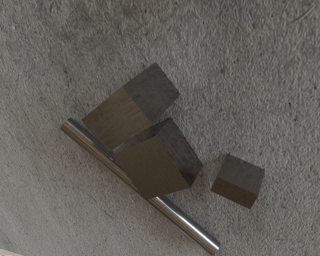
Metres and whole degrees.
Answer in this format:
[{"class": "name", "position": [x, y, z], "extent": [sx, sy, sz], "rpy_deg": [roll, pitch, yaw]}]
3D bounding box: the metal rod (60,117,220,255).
[{"class": "metal rod", "position": [-0.030, 0.090, 0.478], "extent": [0.300, 0.025, 0.025], "rpy_deg": [40, 129, 0]}]

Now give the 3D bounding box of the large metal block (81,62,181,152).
[{"class": "large metal block", "position": [-0.033, -0.026, 0.373], "extent": [0.080, 0.080, 0.050], "rpy_deg": [-32, 101, 38]}]

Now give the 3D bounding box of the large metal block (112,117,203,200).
[{"class": "large metal block", "position": [-0.003, 0.043, 0.419], "extent": [0.080, 0.050, 0.080], "rpy_deg": [-25, 105, 36]}]

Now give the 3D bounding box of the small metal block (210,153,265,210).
[{"class": "small metal block", "position": [0.096, 0.064, 0.380], "extent": [0.050, 0.050, 0.025], "rpy_deg": [24, 127, 13]}]
